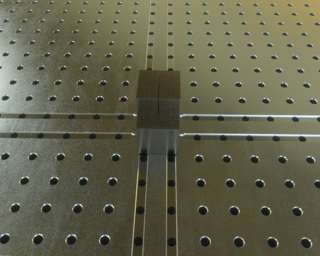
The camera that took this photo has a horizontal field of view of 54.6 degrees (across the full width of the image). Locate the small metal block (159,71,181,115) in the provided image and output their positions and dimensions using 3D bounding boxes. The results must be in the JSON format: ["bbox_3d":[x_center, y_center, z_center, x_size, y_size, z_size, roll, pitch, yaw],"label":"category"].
[{"bbox_3d":[0.012,-0.037,0.390,0.025,0.050,0.050,1,50,2],"label":"small metal block"}]

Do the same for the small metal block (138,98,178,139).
[{"bbox_3d":[-0.001,-0.013,0.418,0.050,0.025,0.050,1,50,2],"label":"small metal block"}]

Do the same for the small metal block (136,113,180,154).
[{"bbox_3d":[-0.002,0.008,0.385,0.050,0.050,0.025,1,50,1],"label":"small metal block"}]

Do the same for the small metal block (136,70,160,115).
[{"bbox_3d":[-0.014,-0.037,0.390,0.025,0.050,0.050,2,50,1],"label":"small metal block"}]

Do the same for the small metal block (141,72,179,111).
[{"bbox_3d":[0.000,-0.050,0.433,0.050,0.050,0.025,1,50,1],"label":"small metal block"}]
